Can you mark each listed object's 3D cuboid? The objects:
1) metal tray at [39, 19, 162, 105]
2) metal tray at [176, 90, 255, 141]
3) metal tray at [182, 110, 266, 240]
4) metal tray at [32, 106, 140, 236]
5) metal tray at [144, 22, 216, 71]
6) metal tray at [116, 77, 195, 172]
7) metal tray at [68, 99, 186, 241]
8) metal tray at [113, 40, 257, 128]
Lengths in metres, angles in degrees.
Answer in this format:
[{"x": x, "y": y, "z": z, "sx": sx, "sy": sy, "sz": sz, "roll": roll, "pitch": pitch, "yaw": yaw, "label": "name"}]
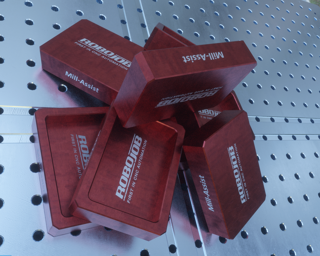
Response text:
[{"x": -0.071, "y": -0.083, "z": 0.395, "sx": 0.130, "sy": 0.030, "sz": 0.090, "roll": 29, "pitch": 51, "yaw": 10, "label": "metal tray"}, {"x": 0.073, "y": -0.020, "z": 0.432, "sx": 0.131, "sy": 0.030, "sz": 0.090, "roll": 6, "pitch": 58, "yaw": -45, "label": "metal tray"}, {"x": 0.082, "y": 0.054, "z": 0.373, "sx": 0.091, "sy": 0.030, "sz": 0.129, "roll": -33, "pitch": 113, "yaw": -37, "label": "metal tray"}, {"x": -0.082, "y": 0.040, "z": 0.337, "sx": 0.091, "sy": 0.030, "sz": 0.130, "roll": -4, "pitch": 63, "yaw": -31, "label": "metal tray"}, {"x": 0.028, "y": -0.112, "z": 0.444, "sx": 0.090, "sy": 0.030, "sz": 0.130, "roll": 29, "pitch": 19, "yaw": -9, "label": "metal tray"}, {"x": -0.008, "y": -0.007, "z": 0.404, "sx": 0.091, "sy": 0.030, "sz": 0.130, "roll": -4, "pitch": 61, "yaw": -32, "label": "metal tray"}, {"x": -0.028, "y": 0.040, "z": 0.326, "sx": 0.090, "sy": 0.030, "sz": 0.130, "roll": 24, "pitch": 53, "yaw": -13, "label": "metal tray"}, {"x": 0.025, "y": -0.046, "z": 0.325, "sx": 0.131, "sy": 0.090, "sz": 0.030, "roll": -14, "pitch": 69, "yaw": -29, "label": "metal tray"}]
